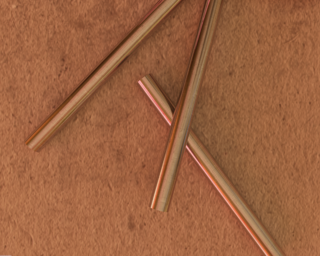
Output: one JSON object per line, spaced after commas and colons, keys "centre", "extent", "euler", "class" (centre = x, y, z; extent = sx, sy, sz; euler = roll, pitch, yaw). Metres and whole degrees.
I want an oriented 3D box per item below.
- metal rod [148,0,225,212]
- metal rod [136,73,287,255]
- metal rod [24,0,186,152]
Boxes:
{"centre": [0.038, -0.046, 0.390], "extent": [0.025, 0.025, 0.299], "euler": [16, 82, -1], "class": "metal rod"}
{"centre": [0.068, 0.055, 0.410], "extent": [0.025, 0.025, 0.299], "euler": [-37, 90, 0], "class": "metal rod"}
{"centre": [-0.064, -0.085, 0.409], "extent": [0.025, 0.025, 0.300], "euler": [44, 90, -1], "class": "metal rod"}
